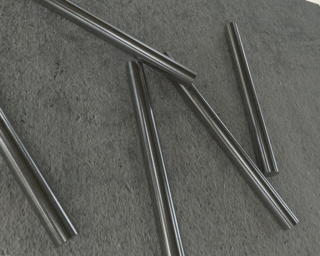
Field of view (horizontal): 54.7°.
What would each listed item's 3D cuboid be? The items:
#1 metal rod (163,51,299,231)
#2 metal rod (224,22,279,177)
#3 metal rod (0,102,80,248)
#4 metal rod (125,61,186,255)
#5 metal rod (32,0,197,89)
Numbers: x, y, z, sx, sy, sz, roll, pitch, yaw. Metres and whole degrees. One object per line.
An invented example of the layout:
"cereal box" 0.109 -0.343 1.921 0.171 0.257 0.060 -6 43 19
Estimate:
"metal rod" 0.090 0.012 0.444 0.025 0.025 0.299 -28 77 -37
"metal rod" 0.147 -0.063 0.521 0.025 0.025 0.299 9 58 -24
"metal rod" -0.172 -0.014 0.319 0.025 0.025 0.299 -28 77 -37
"metal rod" -0.006 0.045 0.372 0.025 0.025 0.299 1 61 -28
"metal rod" -0.085 -0.139 0.426 0.301 0.025 0.025 29 52 -4
